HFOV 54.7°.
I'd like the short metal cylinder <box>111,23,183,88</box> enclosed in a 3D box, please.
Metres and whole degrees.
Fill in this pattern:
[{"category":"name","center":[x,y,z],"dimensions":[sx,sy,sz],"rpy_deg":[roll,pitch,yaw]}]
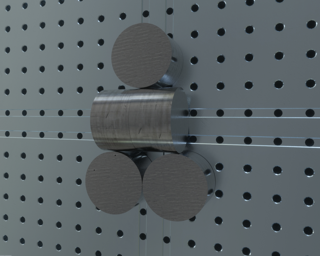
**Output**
[{"category":"short metal cylinder","center":[-0.015,-0.089,0.404],"dimensions":[0.080,0.050,0.079],"rpy_deg":[0,90,19]}]

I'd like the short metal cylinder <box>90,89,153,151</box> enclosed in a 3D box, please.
[{"category":"short metal cylinder","center":[-0.046,-0.010,0.399],"dimensions":[0.050,0.080,0.079],"rpy_deg":[0,90,20]}]

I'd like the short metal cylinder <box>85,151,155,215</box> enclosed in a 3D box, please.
[{"category":"short metal cylinder","center":[-0.051,0.070,0.415],"dimensions":[0.080,0.050,0.079],"rpy_deg":[0,90,19]}]

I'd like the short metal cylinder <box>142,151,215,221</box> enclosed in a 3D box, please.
[{"category":"short metal cylinder","center":[0.025,0.070,0.388],"dimensions":[0.080,0.050,0.079],"rpy_deg":[0,90,19]}]

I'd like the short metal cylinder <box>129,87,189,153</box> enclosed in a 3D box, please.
[{"category":"short metal cylinder","center":[0.001,-0.010,0.383],"dimensions":[0.050,0.080,0.079],"rpy_deg":[0,90,20]}]
